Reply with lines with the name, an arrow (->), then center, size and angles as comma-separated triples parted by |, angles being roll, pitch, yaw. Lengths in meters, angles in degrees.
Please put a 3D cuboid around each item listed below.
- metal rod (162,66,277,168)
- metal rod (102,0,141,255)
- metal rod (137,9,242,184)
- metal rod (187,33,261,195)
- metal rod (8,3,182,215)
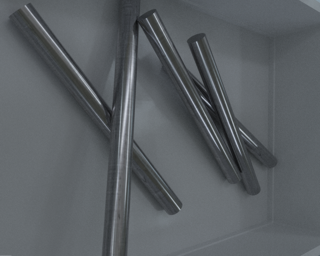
metal rod -> 0.111, -0.011, 0.502 | 0.301, 0.025, 0.025 | 38, 67, -34
metal rod -> -0.040, -0.018, 0.342 | 0.025, 0.025, 0.299 | 14, 72, -40
metal rod -> 0.054, -0.024, 0.435 | 0.025, 0.025, 0.299 | -52, 126, -27
metal rod -> 0.106, -0.002, 0.472 | 0.025, 0.025, 0.299 | -48, 127, -29
metal rod -> -0.057, -0.002, 0.360 | 0.025, 0.025, 0.299 | -50, 120, -29
